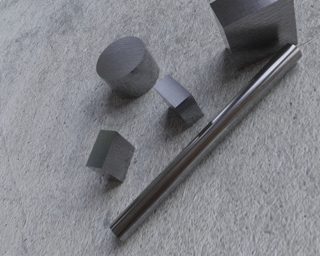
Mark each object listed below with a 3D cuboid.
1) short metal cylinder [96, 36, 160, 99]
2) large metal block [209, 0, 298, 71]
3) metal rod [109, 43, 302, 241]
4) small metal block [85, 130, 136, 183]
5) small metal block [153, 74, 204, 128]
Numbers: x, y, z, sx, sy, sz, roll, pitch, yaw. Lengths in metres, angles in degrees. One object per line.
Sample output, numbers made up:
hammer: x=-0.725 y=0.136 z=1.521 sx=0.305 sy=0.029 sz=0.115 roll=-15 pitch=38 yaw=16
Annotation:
short metal cylinder: x=-0.048 y=-0.090 z=0.467 sx=0.080 sy=0.050 sz=0.080 roll=-13 pitch=56 yaw=20
large metal block: x=0.118 y=-0.130 z=0.386 sx=0.080 sy=0.080 sz=0.050 roll=-25 pitch=53 yaw=13
metal rod: x=0.056 y=0.013 z=0.365 sx=0.300 sy=0.025 sz=0.025 roll=-45 pitch=51 yaw=-4
small metal block: x=-0.061 y=0.036 z=0.396 sx=0.025 sy=0.050 sz=0.050 roll=4 pitch=64 yaw=30
small metal block: x=0.024 y=-0.034 z=0.395 sx=0.025 sy=0.050 sz=0.050 roll=-42 pitch=51 yaw=0
